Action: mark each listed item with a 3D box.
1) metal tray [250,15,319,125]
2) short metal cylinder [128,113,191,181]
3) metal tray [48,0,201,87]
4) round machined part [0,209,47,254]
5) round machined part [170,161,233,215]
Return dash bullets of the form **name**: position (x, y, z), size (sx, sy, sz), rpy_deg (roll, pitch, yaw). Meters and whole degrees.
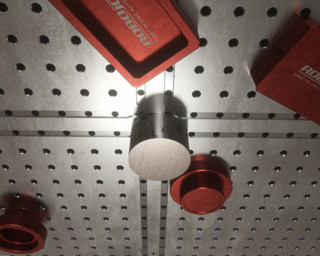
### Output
- **metal tray**: position (0.185, -0.059, 0.361), size (0.131, 0.030, 0.089), rpy_deg (24, 126, -20)
- **short metal cylinder**: position (-0.001, 0.026, 0.418), size (0.081, 0.050, 0.079), rpy_deg (-1, 130, 0)
- **metal tray**: position (-0.031, -0.112, 0.312), size (0.090, 0.030, 0.130), rpy_deg (-30, 124, 23)
- **round machined part**: position (-0.250, 0.180, 0.551), size (0.099, 0.042, 0.097), rpy_deg (-1, 130, 0)
- **round machined part**: position (0.065, 0.100, 0.487), size (0.099, 0.042, 0.097), rpy_deg (-1, 130, 0)
